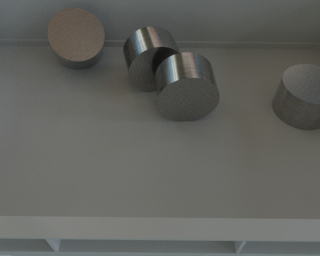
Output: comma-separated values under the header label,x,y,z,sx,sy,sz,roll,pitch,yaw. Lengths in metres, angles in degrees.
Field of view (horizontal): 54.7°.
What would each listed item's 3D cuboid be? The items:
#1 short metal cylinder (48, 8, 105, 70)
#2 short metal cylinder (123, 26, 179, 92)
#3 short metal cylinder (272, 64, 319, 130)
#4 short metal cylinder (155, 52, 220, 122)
label,x,y,z,sx,sy,sz,roll,pitch,yaw
short metal cylinder,-0.127,-0.135,0.476,0.081,0.050,0.080,1,86,-12
short metal cylinder,-0.010,-0.100,0.453,0.081,0.080,0.050,-10,51,-9
short metal cylinder,0.203,-0.043,0.428,0.081,0.050,0.080,0,50,0
short metal cylinder,0.035,-0.053,0.415,0.081,0.080,0.050,-3,50,-3
